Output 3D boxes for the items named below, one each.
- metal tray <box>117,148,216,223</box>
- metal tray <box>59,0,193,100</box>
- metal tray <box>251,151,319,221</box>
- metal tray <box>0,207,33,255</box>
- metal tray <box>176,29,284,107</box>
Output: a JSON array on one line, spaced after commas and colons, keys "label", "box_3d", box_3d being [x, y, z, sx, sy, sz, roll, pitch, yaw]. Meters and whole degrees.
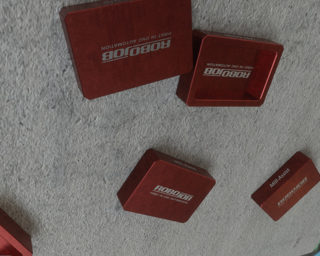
[{"label": "metal tray", "box_3d": [0.013, 0.091, 0.467, 0.131, 0.030, 0.090, 25, 105, -37]}, {"label": "metal tray", "box_3d": [-0.029, -0.091, 0.331, 0.131, 0.030, 0.089, -18, 126, -18]}, {"label": "metal tray", "box_3d": [0.252, 0.118, 0.614, 0.130, 0.030, 0.090, -45, 129, 3]}, {"label": "metal tray", "box_3d": [-0.236, 0.155, 0.370, 0.131, 0.030, 0.090, -29, 128, -10]}, {"label": "metal tray", "box_3d": [0.092, -0.074, 0.407, 0.131, 0.030, 0.089, -2, 119, -28]}]
